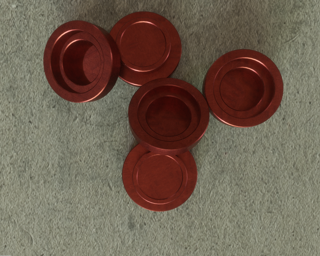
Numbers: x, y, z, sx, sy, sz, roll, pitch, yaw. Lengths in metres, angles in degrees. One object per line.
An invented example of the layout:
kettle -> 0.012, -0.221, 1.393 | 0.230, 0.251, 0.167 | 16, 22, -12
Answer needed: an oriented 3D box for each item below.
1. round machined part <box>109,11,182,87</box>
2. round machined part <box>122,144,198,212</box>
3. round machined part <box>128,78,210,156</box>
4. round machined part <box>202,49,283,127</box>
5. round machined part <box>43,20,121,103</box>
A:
round machined part -> -0.021, -0.104, 0.402 | 0.099, 0.042, 0.097 | 0, 90, -1
round machined part -> 0.000, 0.060, 0.402 | 0.099, 0.042, 0.097 | 0, 90, -1
round machined part -> 0.010, -0.011, 0.392 | 0.099, 0.042, 0.098 | 1, 67, -3
round machined part -> 0.104, -0.050, 0.404 | 0.099, 0.042, 0.097 | 0, 90, -1
round machined part -> -0.093, -0.082, 0.391 | 0.098, 0.042, 0.097 | 3, 98, 20
